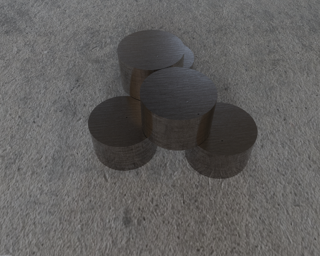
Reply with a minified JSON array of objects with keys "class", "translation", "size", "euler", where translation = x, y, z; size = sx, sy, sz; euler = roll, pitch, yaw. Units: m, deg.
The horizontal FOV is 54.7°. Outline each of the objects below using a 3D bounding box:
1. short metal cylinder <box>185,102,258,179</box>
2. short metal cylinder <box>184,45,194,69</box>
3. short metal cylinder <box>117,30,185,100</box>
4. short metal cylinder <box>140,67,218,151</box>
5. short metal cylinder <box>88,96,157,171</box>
[{"class":"short metal cylinder","translation":[0.072,0.015,0.376],"size":[0.080,0.050,0.080],"euler":[0,50,0]},{"class":"short metal cylinder","translation":[0.009,-0.085,0.460],"size":[0.080,0.050,0.080],"euler":[0,50,0]},{"class":"short metal cylinder","translation":[-0.011,-0.079,0.389],"size":[0.080,0.050,0.080],"euler":[0,50,0]},{"class":"short metal cylinder","translation":[0.019,-0.022,0.341],"size":[0.081,0.050,0.080],"euler":[1,50,0]},{"class":"short metal cylinder","translation":[-0.044,0.006,0.383],"size":[0.080,0.050,0.080],"euler":[0,50,0]}]
